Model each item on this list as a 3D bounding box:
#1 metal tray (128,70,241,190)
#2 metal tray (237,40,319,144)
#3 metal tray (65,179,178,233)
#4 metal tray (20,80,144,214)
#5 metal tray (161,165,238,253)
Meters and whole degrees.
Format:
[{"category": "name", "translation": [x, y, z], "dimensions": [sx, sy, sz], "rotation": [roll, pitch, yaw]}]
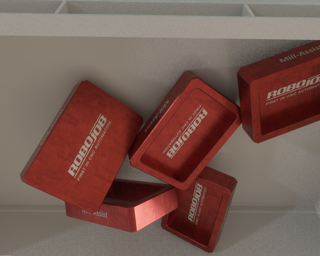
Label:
[{"category": "metal tray", "translation": [0.032, 0.007, 0.383], "dimensions": [0.090, 0.030, 0.130], "rotation": [31, 105, -25]}, {"category": "metal tray", "translation": [0.156, -0.044, 0.348], "dimensions": [0.131, 0.030, 0.090], "rotation": [-20, 129, -3]}, {"category": "metal tray", "translation": [-0.053, 0.098, 0.417], "dimensions": [0.130, 0.091, 0.030], "rotation": [-2, 97, 38]}, {"category": "metal tray", "translation": [-0.087, 0.022, 0.363], "dimensions": [0.090, 0.130, 0.030], "rotation": [34, 160, -25]}, {"category": "metal tray", "translation": [0.054, 0.116, 0.463], "dimensions": [0.090, 0.030, 0.129], "rotation": [21, 123, 22]}]
